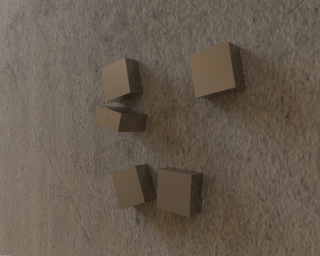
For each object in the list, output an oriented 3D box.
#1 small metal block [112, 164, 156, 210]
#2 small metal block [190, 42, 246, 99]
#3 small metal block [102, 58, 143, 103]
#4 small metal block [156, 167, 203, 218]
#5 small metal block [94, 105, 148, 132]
[{"bbox_3d":[-0.036,0.082,0.433,0.050,0.025,0.050,-26,74,36],"label":"small metal block"},{"bbox_3d":[0.065,-0.063,0.350,0.050,0.025,0.050,-12,83,39],"label":"small metal block"},{"bbox_3d":[-0.055,-0.068,0.448,0.050,0.025,0.050,-15,81,38],"label":"small metal block"},{"bbox_3d":[0.024,0.077,0.384,0.050,0.025,0.050,4,93,39],"label":"small metal block"},{"bbox_3d":[-0.054,-0.013,0.431,0.050,0.050,0.025,19,102,38],"label":"small metal block"}]
